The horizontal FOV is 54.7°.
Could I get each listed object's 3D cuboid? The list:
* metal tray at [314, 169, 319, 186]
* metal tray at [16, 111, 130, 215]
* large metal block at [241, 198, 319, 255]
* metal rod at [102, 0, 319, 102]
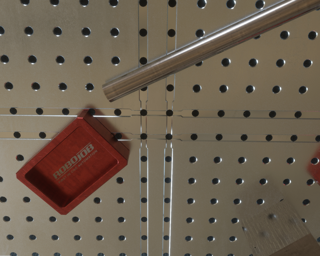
[{"bbox_3d":[0.291,0.041,0.428,0.090,0.030,0.129,21,109,-8],"label":"metal tray"},{"bbox_3d":[-0.119,0.050,0.427,0.130,0.030,0.090,-40,106,13],"label":"metal tray"},{"bbox_3d":[0.174,0.160,0.445,0.080,0.080,0.050,-35,107,12],"label":"large metal block"},{"bbox_3d":[0.069,-0.103,0.375,0.301,0.025,0.025,-23,109,8],"label":"metal rod"}]
